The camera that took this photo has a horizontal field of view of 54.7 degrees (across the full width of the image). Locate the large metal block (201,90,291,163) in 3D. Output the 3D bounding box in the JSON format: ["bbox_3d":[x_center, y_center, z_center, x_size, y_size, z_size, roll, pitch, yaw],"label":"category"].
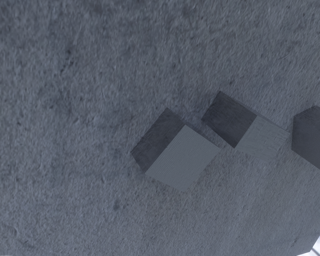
[{"bbox_3d":[0.119,-0.002,0.437,0.080,0.080,0.050,21,107,-36],"label":"large metal block"}]

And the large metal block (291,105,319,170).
[{"bbox_3d":[0.281,0.019,0.540,0.050,0.080,0.080,-25,128,-14],"label":"large metal block"}]

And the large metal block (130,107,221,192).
[{"bbox_3d":[0.022,0.031,0.424,0.080,0.050,0.080,33,100,-39],"label":"large metal block"}]
